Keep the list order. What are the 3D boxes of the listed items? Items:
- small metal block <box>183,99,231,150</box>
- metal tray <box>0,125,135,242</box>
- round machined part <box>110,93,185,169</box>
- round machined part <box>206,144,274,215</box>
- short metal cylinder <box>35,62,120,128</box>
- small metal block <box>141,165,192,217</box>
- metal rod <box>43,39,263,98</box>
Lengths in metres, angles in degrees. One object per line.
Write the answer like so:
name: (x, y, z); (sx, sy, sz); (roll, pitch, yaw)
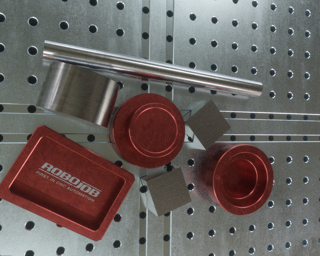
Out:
small metal block: (0.063, -0.005, 0.436); (0.050, 0.025, 0.050); (-40, 103, -16)
metal tray: (-0.108, 0.066, 0.370); (0.130, 0.030, 0.090); (32, 80, -17)
round machined part: (-0.012, 0.004, 0.398); (0.099, 0.042, 0.097); (1, 87, -20)
round machined part: (0.109, 0.071, 0.444); (0.099, 0.042, 0.097); (0, 90, -20)
short metal cylinder: (-0.091, -0.035, 0.349); (0.081, 0.080, 0.050); (19, 84, -19)
small metal block: (0.008, 0.083, 0.416); (0.050, 0.025, 0.050); (-20, 97, -19)
metal rod: (0.005, -0.075, 0.414); (0.302, 0.025, 0.025); (7, 88, -20)
